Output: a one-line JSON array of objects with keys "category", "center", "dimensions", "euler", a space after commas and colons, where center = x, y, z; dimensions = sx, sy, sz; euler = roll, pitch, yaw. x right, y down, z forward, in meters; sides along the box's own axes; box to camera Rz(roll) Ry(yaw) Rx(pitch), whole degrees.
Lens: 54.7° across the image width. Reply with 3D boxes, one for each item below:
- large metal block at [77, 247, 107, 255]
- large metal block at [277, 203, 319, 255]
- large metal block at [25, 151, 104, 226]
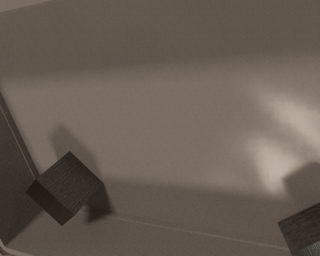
[{"category": "large metal block", "center": [-0.156, 0.302, 0.642], "dimensions": [0.080, 0.080, 0.050], "euler": [-29, 102, 37]}, {"category": "large metal block", "center": [0.194, 0.135, 0.351], "dimensions": [0.080, 0.050, 0.080], "euler": [-27, 107, 3]}, {"category": "large metal block", "center": [-0.156, 0.099, 0.514], "dimensions": [0.080, 0.080, 0.050], "euler": [45, 129, -3]}]
